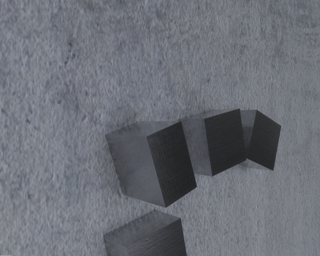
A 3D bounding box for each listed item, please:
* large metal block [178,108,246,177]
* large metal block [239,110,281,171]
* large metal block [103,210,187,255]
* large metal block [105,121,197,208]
[{"bbox_3d":[0.078,0.018,0.457,0.081,0.050,0.079,-16,100,-39],"label":"large metal block"},{"bbox_3d":[0.155,0.021,0.522,0.080,0.050,0.080,24,75,-38],"label":"large metal block"},{"bbox_3d":[-0.014,0.158,0.379,0.081,0.050,0.079,-16,100,-39],"label":"large metal block"},{"bbox_3d":[-0.011,0.038,0.361,0.050,0.080,0.080,-24,106,-38],"label":"large metal block"}]
